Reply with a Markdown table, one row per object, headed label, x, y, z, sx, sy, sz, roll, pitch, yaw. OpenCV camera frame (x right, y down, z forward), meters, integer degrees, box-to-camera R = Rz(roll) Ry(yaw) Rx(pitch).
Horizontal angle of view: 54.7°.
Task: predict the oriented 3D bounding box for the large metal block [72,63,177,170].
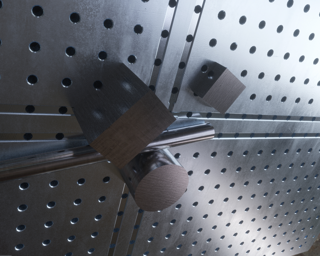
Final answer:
| label | x | y | z | sx | sy | sz | roll | pitch | yaw |
| --- | --- | --- | --- | --- | --- | --- | --- | --- | --- |
| large metal block | -0.042 | -0.016 | 0.344 | 0.080 | 0.080 | 0.050 | -42 | 130 | 0 |

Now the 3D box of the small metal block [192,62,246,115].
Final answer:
| label | x | y | z | sx | sy | sz | roll | pitch | yaw |
| --- | --- | --- | --- | --- | --- | --- | --- | --- | --- |
| small metal block | 0.082 | -0.053 | 0.425 | 0.050 | 0.025 | 0.050 | 32 | 101 | -39 |

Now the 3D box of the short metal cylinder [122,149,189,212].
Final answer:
| label | x | y | z | sx | sy | sz | roll | pitch | yaw |
| --- | --- | --- | --- | --- | --- | --- | --- | --- | --- |
| short metal cylinder | -0.007 | 0.070 | 0.436 | 0.081 | 0.050 | 0.079 | -14 | 125 | -21 |

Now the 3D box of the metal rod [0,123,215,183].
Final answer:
| label | x | y | z | sx | sy | sz | roll | pitch | yaw |
| --- | --- | --- | --- | --- | --- | --- | --- | --- | --- |
| metal rod | -0.063 | 0.029 | 0.395 | 0.303 | 0.025 | 0.025 | -10 | 123 | -24 |
